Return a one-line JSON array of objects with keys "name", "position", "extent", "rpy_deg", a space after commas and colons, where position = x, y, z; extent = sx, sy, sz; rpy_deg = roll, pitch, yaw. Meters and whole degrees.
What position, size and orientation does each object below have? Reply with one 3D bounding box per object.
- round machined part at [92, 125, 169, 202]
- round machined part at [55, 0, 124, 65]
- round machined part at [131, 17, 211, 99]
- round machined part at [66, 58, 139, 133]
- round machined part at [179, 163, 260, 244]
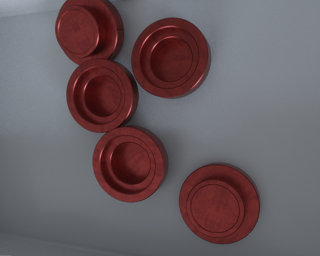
[{"name": "round machined part", "position": [-0.036, 0.045, 0.411], "extent": [0.098, 0.042, 0.097], "rpy_deg": [2, 96, 17]}, {"name": "round machined part", "position": [-0.102, -0.131, 0.423], "extent": [0.098, 0.042, 0.097], "rpy_deg": [7, 110, 20]}, {"name": "round machined part", "position": [0.017, -0.086, 0.395], "extent": [0.098, 0.042, 0.097], "rpy_deg": [0, 90, 20]}, {"name": "round machined part", "position": [-0.074, -0.044, 0.424], "extent": [0.098, 0.042, 0.097], "rpy_deg": [2, 96, 18]}, {"name": "round machined part", "position": [0.070, 0.093, 0.377], "extent": [0.098, 0.042, 0.097], "rpy_deg": [0, 90, 20]}]
